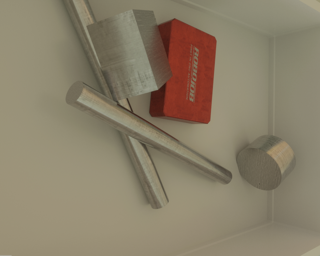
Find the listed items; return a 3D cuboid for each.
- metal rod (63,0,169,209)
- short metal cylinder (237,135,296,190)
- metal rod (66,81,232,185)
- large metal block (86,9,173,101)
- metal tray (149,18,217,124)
[{"bbox_3d":[-0.051,-0.034,0.365,0.025,0.025,0.298,-33,111,-35],"label":"metal rod"},{"bbox_3d":[0.179,0.058,0.525,0.050,0.080,0.080,-31,109,-36],"label":"short metal cylinder"},{"bbox_3d":[0.012,0.023,0.393,0.301,0.025,0.025,31,70,-44],"label":"metal rod"},{"bbox_3d":[-0.028,-0.083,0.344,0.080,0.050,0.080,-56,130,-67],"label":"large metal block"},{"bbox_3d":[0.035,-0.075,0.435,0.091,0.030,0.129,9,85,-40],"label":"metal tray"}]
